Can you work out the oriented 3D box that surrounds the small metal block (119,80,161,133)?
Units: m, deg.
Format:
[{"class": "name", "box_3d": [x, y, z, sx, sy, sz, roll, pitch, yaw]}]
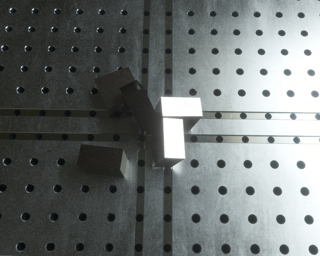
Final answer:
[{"class": "small metal block", "box_3d": [-0.026, -0.029, 0.390, 0.025, 0.050, 0.050, -27, 113, -4]}]

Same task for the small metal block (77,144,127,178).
[{"class": "small metal block", "box_3d": [-0.069, 0.042, 0.382, 0.050, 0.050, 0.025, 6, 70, 2]}]

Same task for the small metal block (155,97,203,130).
[{"class": "small metal block", "box_3d": [0.022, -0.018, 0.400, 0.050, 0.050, 0.025, 0, 70, -13]}]

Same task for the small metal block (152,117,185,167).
[{"class": "small metal block", "box_3d": [0.009, 0.020, 0.389, 0.025, 0.050, 0.050, 4, 69, -17]}]

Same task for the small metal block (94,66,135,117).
[{"class": "small metal block", "box_3d": [-0.057, -0.051, 0.430, 0.050, 0.025, 0.050, -23, 72, -8]}]
